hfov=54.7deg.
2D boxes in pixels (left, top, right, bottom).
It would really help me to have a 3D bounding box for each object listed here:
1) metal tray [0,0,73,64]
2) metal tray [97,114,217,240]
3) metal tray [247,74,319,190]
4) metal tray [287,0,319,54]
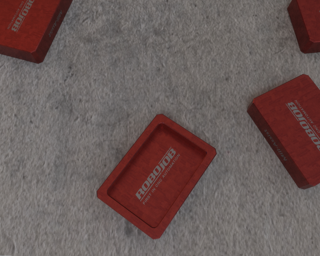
[{"bbox_3d":[-0.199,-0.167,0.464,0.090,0.030,0.130,15,71,5],"label":"metal tray"},{"bbox_3d":[-0.002,0.058,0.384,0.090,0.030,0.130,34,73,11],"label":"metal tray"},{"bbox_3d":[0.189,0.002,0.407,0.091,0.030,0.130,-26,72,-10],"label":"metal tray"},{"bbox_3d":[0.272,-0.164,0.469,0.131,0.030,0.090,-6,70,-3],"label":"metal tray"}]
